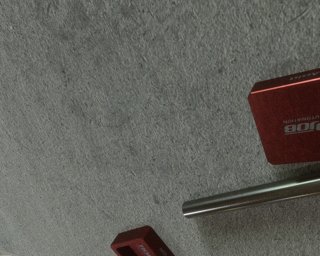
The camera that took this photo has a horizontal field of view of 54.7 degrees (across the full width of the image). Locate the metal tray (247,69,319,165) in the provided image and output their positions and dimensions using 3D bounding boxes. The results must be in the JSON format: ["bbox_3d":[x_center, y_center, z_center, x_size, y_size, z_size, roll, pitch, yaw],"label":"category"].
[{"bbox_3d":[0.165,-0.013,0.308,0.130,0.030,0.090,-10,113,32],"label":"metal tray"}]

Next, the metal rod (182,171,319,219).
[{"bbox_3d":[0.152,0.074,0.371,0.299,0.025,0.025,-23,106,36],"label":"metal rod"}]

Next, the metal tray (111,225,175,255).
[{"bbox_3d":[-0.017,0.241,0.559,0.090,0.030,0.130,-29,103,37],"label":"metal tray"}]
